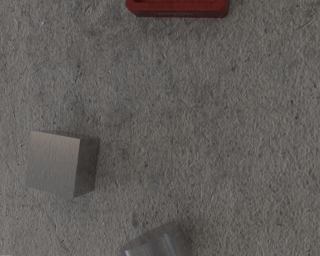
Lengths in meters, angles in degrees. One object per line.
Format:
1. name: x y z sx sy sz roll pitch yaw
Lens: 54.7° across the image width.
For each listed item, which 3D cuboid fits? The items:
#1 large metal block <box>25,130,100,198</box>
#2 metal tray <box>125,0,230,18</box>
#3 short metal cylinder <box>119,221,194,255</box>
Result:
1. large metal block: -0.139 0.048 0.445 0.080 0.050 0.079 8 93 19
2. metal tray: 0.025 -0.191 0.397 0.130 0.030 0.089 8 93 19
3. short metal cylinder: -0.003 0.156 0.381 0.080 0.080 0.050 -27 81 18
